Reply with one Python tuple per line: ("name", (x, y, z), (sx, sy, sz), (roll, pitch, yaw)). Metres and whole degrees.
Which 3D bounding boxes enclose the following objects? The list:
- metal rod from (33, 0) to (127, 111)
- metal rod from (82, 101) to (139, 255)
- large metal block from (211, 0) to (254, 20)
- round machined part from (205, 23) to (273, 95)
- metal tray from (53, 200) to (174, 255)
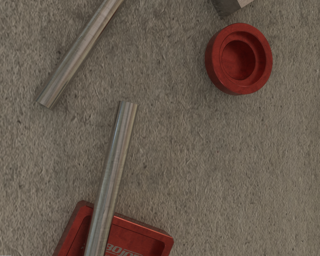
("metal rod", (-0.061, -0.153, 0.386), (0.025, 0.025, 0.300), (34, 79, -17))
("metal rod", (-0.069, 0.117, 0.351), (0.025, 0.025, 0.298), (14, 85, -20))
("large metal block", (0.110, -0.214, 0.437), (0.080, 0.050, 0.080), (-36, 102, -17))
("round machined part", (0.107, -0.095, 0.441), (0.099, 0.042, 0.097), (0, 90, -21))
("metal tray", (-0.058, 0.156, 0.385), (0.131, 0.030, 0.090), (27, 81, -19))
